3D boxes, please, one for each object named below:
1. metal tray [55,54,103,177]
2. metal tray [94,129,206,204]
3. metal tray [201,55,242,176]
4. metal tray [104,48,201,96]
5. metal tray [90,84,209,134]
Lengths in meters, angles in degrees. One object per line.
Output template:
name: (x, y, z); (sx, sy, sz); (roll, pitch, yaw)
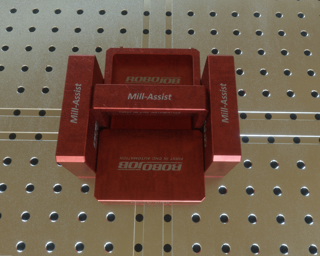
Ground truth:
metal tray: (-0.092, -0.012, 0.380); (0.030, 0.090, 0.130); (1, 70, 0)
metal tray: (-0.012, 0.048, 0.390); (0.131, 0.030, 0.090); (1, 70, 0)
metal tray: (0.070, -0.013, 0.382); (0.030, 0.090, 0.130); (1, 70, 0)
metal tray: (-0.010, -0.065, 0.433); (0.131, 0.030, 0.090); (1, 70, 0)
metal tray: (-0.012, -0.020, 0.382); (0.131, 0.090, 0.030); (1, 70, 0)
